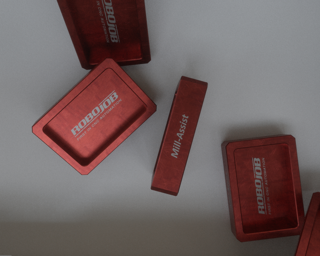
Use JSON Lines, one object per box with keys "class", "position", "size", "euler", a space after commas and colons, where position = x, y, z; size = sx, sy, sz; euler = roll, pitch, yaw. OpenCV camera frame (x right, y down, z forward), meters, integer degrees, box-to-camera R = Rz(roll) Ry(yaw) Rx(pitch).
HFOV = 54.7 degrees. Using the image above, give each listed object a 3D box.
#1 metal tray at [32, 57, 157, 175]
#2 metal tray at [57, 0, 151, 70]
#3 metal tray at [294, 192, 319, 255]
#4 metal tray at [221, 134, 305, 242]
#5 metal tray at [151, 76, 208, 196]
{"class": "metal tray", "position": [-0.081, -0.015, 0.393], "size": [0.130, 0.030, 0.090], "euler": [-43, 109, 0]}
{"class": "metal tray", "position": [-0.061, -0.128, 0.361], "size": [0.091, 0.129, 0.030], "euler": [-7, 56, 0]}
{"class": "metal tray", "position": [0.200, 0.137, 0.337], "size": [0.090, 0.131, 0.030], "euler": [18, 132, 26]}
{"class": "metal tray", "position": [0.136, 0.077, 0.410], "size": [0.091, 0.030, 0.129], "euler": [-7, 90, -1]}
{"class": "metal tray", "position": [0.021, 0.008, 0.379], "size": [0.030, 0.090, 0.129], "euler": [15, 90, -1]}
